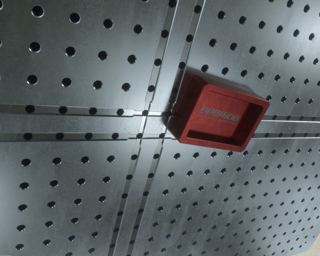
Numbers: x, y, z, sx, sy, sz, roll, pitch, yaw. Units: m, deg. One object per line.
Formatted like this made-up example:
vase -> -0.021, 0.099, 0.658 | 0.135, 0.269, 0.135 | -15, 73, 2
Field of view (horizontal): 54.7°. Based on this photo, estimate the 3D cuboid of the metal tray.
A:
metal tray -> 0.088, -0.016, 0.448 | 0.131, 0.030, 0.089 | 10, 113, -33
